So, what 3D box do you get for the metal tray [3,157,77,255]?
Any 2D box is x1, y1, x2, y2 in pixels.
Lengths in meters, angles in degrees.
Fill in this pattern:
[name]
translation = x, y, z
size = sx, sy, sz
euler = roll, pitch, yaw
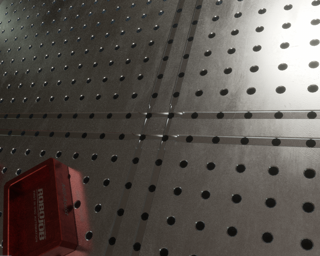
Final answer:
[metal tray]
translation = -0.165, 0.115, 0.418
size = 0.090, 0.030, 0.130
euler = -28, 52, 9
